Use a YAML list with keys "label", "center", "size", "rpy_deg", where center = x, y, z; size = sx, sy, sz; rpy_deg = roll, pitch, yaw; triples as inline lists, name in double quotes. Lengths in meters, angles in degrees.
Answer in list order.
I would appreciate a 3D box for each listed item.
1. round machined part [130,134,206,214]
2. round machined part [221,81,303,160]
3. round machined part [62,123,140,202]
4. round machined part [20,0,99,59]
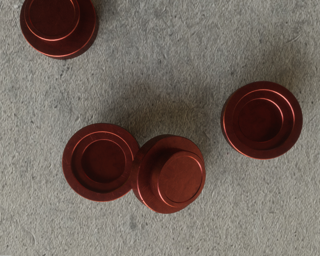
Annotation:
- label: "round machined part"
  center: [0.017, 0.058, 0.380]
  size: [0.099, 0.042, 0.097]
  rpy_deg: [-4, 98, -30]
- label: "round machined part"
  center: [0.127, -0.010, 0.402]
  size: [0.099, 0.042, 0.097]
  rpy_deg: [0, 90, 0]
- label: "round machined part"
  center: [-0.071, 0.042, 0.401]
  size: [0.099, 0.042, 0.097]
  rpy_deg: [0, 90, 0]
- label: "round machined part"
  center: [-0.132, -0.141, 0.400]
  size: [0.099, 0.042, 0.097]
  rpy_deg: [0, 90, 0]
